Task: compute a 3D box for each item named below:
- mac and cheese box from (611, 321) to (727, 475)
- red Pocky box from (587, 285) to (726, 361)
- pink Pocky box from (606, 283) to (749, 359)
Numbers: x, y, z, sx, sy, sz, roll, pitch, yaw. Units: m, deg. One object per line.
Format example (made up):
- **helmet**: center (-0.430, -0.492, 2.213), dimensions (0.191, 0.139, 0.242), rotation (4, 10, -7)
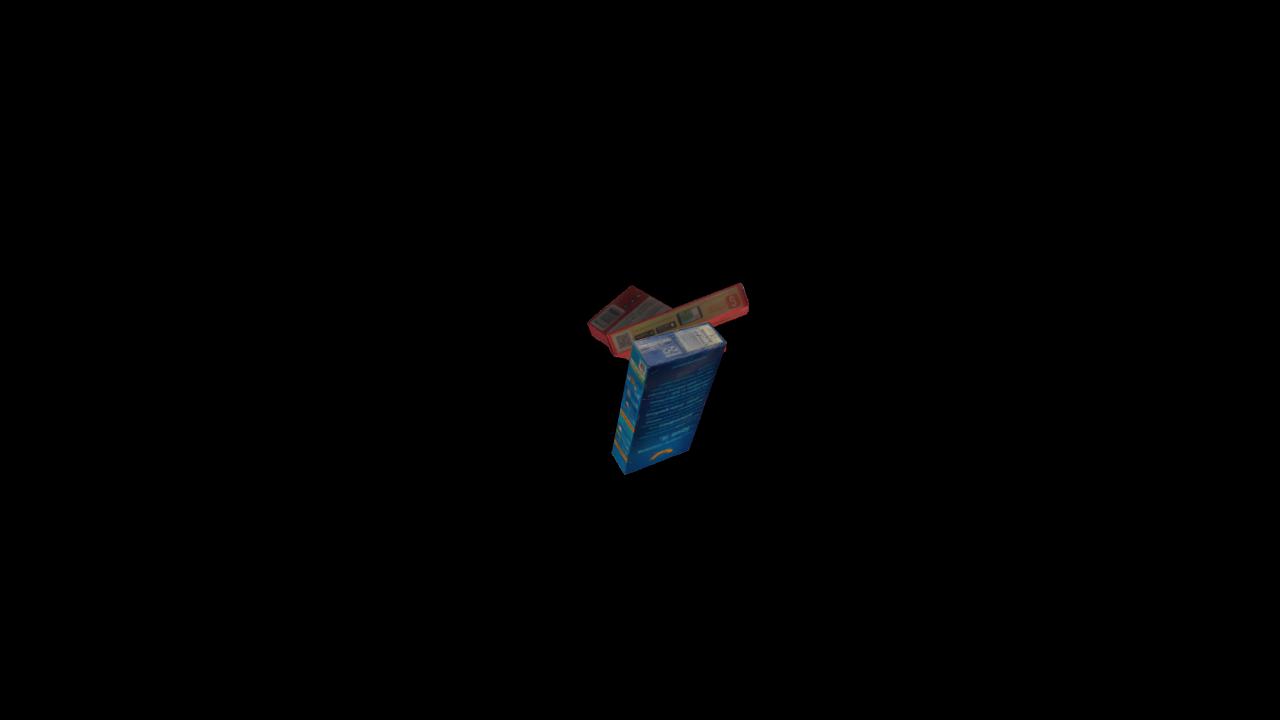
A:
- **mac and cheese box**: center (0.026, 0.045, 0.657), dimensions (0.093, 0.184, 0.041), rotation (-18, 53, -26)
- **red Pocky box**: center (0.017, -0.027, 0.729), dimensions (0.083, 0.028, 0.155), rotation (-42, 55, -21)
- **pink Pocky box**: center (0.044, -0.040, 0.681), dimensions (0.155, 0.029, 0.084), rotation (-21, -5, 8)
